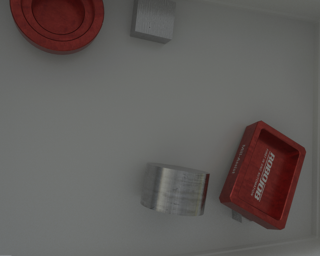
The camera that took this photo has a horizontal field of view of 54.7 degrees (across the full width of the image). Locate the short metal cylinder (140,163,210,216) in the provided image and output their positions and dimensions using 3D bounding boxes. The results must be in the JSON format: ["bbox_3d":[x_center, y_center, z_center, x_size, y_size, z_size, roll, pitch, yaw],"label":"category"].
[{"bbox_3d":[0.019,0.075,0.390,0.081,0.080,0.050,10,87,-20],"label":"short metal cylinder"}]

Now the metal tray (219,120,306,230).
[{"bbox_3d":[0.149,0.066,0.443,0.090,0.030,0.130,31,67,-9],"label":"metal tray"}]

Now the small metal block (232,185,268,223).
[{"bbox_3d":[0.135,0.110,0.462,0.050,0.025,0.050,-4,92,-20],"label":"small metal block"}]

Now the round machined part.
[{"bbox_3d":[-0.117,-0.133,0.358,0.099,0.042,0.097,0,90,-21],"label":"round machined part"}]

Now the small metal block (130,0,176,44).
[{"bbox_3d":[-0.009,-0.143,0.408,0.050,0.025,0.050,7,88,-20],"label":"small metal block"}]
